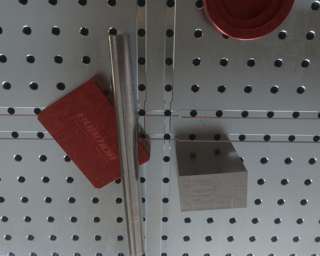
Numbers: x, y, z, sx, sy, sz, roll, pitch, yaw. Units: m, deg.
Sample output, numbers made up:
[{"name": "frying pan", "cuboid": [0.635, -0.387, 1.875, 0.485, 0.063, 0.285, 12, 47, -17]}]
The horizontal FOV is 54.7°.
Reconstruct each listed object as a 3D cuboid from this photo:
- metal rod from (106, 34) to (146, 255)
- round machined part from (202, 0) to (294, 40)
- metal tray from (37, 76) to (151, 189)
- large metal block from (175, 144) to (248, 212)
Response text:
[{"name": "metal rod", "cuboid": [-0.040, 0.037, 0.393, 0.025, 0.025, 0.298, -3, 110, 0]}, {"name": "round machined part", "cuboid": [0.097, -0.152, 0.350, 0.099, 0.042, 0.097, 0, 110, 0]}, {"name": "metal tray", "cuboid": [-0.084, 0.008, 0.413, 0.090, 0.030, 0.130, -31, 108, 10]}, {"name": "large metal block", "cuboid": [0.064, 0.063, 0.408, 0.081, 0.080, 0.050, -4, 110, 1]}]
